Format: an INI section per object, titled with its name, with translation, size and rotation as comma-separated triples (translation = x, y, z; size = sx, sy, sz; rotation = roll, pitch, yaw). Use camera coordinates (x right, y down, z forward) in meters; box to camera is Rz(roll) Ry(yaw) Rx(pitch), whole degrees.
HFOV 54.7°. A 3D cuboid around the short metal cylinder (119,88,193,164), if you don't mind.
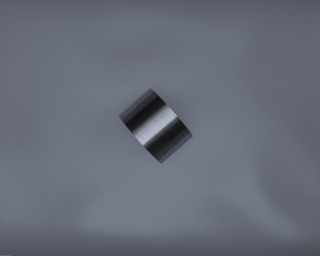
[short metal cylinder]
translation = -0.005, -0.003, 0.381
size = 0.050, 0.080, 0.080
rotation = -41, 91, 0
